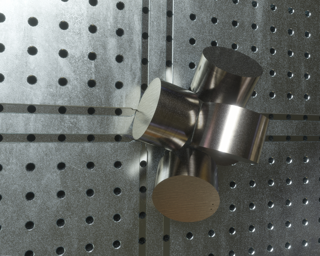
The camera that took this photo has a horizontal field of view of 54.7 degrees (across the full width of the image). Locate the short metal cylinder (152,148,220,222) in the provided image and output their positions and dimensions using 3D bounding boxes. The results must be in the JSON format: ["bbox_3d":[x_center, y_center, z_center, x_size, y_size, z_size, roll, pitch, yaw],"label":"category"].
[{"bbox_3d":[0.033,0.072,0.389,0.080,0.050,0.079,3,124,5],"label":"short metal cylinder"}]

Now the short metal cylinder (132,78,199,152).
[{"bbox_3d":[0.005,-0.016,0.385,0.050,0.080,0.080,20,83,-19],"label":"short metal cylinder"}]

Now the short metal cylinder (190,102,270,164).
[{"bbox_3d":[0.080,0.007,0.359,0.081,0.080,0.050,18,84,-19],"label":"short metal cylinder"}]

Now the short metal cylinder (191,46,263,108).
[{"bbox_3d":[0.086,-0.066,0.407,0.081,0.080,0.050,2,129,-20],"label":"short metal cylinder"}]

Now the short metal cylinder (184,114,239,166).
[{"bbox_3d":[0.078,0.010,0.427,0.081,0.050,0.080,0,89,-20],"label":"short metal cylinder"}]
